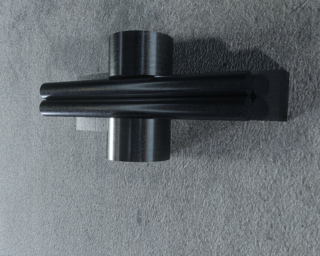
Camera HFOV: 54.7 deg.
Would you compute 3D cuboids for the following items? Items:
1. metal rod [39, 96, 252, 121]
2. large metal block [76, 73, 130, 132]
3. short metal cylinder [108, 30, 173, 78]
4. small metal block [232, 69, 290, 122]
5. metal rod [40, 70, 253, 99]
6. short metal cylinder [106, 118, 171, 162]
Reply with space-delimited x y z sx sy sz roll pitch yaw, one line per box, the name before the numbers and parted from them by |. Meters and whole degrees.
metal rod | -0.041 -0.024 0.382 0.300 0.025 0.025 2 92 32
large metal block | -0.076 -0.036 0.453 0.080 0.050 0.079 3 92 40
short metal cylinder | -0.024 -0.087 0.390 0.080 0.081 0.050 2 92 40
small metal block | 0.104 -0.033 0.321 0.050 0.025 0.050 4 93 40
metal rod | -0.040 -0.049 0.381 0.300 0.025 0.025 2 92 32
short metal cylinder | -0.027 0.013 0.393 0.080 0.081 0.050 2 92 40
